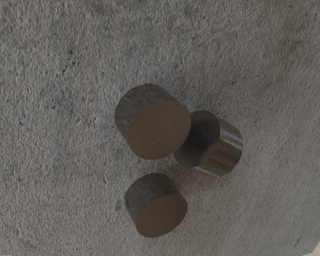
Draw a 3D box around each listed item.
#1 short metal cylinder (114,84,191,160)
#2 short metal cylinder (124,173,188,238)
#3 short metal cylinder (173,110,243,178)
[{"bbox_3d":[-0.009,-0.008,0.380,0.081,0.050,0.079,-14,124,-21],"label":"short metal cylinder"},{"bbox_3d":[-0.006,0.114,0.457,0.081,0.050,0.079,-14,124,-21],"label":"short metal cylinder"},{"bbox_3d":[0.064,0.022,0.420,0.050,0.080,0.080,26,104,-37],"label":"short metal cylinder"}]
